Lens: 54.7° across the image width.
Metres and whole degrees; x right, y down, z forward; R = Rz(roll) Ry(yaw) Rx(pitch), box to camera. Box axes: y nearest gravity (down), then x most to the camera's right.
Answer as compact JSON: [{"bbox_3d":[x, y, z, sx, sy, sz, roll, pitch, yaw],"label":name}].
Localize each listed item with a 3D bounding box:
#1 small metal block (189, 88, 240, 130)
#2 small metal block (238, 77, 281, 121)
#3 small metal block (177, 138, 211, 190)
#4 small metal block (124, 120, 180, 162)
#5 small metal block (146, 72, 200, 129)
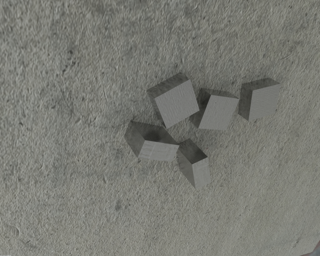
[{"bbox_3d":[0.075,-0.026,0.432,0.050,0.025,0.050,4,117,-30],"label":"small metal block"},{"bbox_3d":[0.147,-0.043,0.460,0.050,0.025,0.050,-15,125,-20],"label":"small metal block"},{"bbox_3d":[0.047,0.052,0.448,0.025,0.050,0.050,-23,127,-15],"label":"small metal block"},{"bbox_3d":[-0.012,0.017,0.395,0.050,0.050,0.025,10,113,-33],"label":"small metal block"},{"bbox_3d":[0.017,-0.035,0.395,0.050,0.025,0.050,-30,129,-9],"label":"small metal block"}]
